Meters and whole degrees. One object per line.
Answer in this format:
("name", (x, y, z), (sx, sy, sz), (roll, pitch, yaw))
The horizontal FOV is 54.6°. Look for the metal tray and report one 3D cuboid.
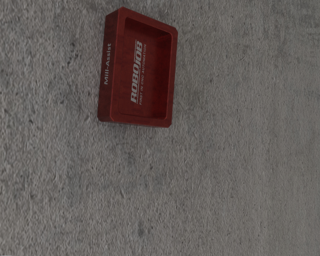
("metal tray", (-0.025, -0.068, 0.379), (0.091, 0.030, 0.129), (7, 86, -40))
